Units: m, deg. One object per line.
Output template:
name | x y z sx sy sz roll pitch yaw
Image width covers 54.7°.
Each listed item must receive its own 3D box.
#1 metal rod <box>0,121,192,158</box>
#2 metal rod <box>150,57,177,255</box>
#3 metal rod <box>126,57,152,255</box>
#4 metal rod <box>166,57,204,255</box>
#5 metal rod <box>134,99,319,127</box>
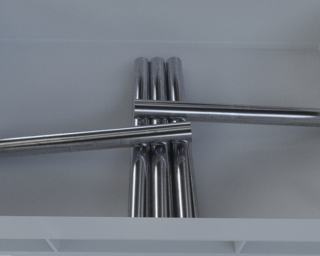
metal rod | -0.114 0.017 0.367 0.302 0.025 0.025 -5 50 3
metal rod | 0.000 0.012 0.393 0.025 0.025 0.300 -1 50 -1
metal rod | -0.024 0.013 0.392 0.025 0.025 0.300 -1 50 -1
metal rod | 0.026 0.012 0.394 0.025 0.025 0.300 -1 50 -1
metal rod | 0.119 -0.017 0.397 0.302 0.025 0.025 2 50 -7
